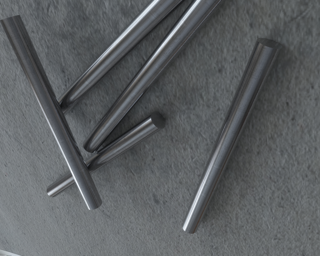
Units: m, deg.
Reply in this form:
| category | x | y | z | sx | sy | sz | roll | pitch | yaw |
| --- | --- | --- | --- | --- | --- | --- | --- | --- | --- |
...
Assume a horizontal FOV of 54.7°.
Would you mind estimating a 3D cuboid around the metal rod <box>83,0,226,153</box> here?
| category | x | y | z | sx | sy | sz | roll | pitch | yaw |
| --- | --- | --- | --- | --- | --- | --- | --- | --- | --- |
| metal rod | -0.024 | -0.054 | 0.384 | 0.025 | 0.025 | 0.298 | 44 | 129 | -2 |

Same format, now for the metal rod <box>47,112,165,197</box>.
| category | x | y | z | sx | sy | sz | roll | pitch | yaw |
| --- | --- | --- | --- | --- | --- | --- | --- | --- | --- |
| metal rod | -0.102 | 0.054 | 0.491 | 0.299 | 0.025 | 0.025 | -33 | 100 | 38 |

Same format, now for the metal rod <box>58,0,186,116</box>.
| category | x | y | z | sx | sy | sz | roll | pitch | yaw |
| --- | --- | --- | --- | --- | --- | --- | --- | --- | --- |
| metal rod | -0.060 | -0.087 | 0.383 | 0.299 | 0.025 | 0.025 | -33 | 100 | 38 |

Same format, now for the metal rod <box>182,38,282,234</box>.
| category | x | y | z | sx | sy | sz | roll | pitch | yaw |
| --- | --- | --- | --- | --- | --- | --- | --- | --- | --- |
| metal rod | 0.076 | 0.035 | 0.387 | 0.025 | 0.025 | 0.298 | 24 | 127 | 13 |

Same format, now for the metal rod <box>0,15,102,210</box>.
| category | x | y | z | sx | sy | sz | roll | pitch | yaw |
| --- | --- | --- | --- | --- | --- | --- | --- | --- | --- |
| metal rod | -0.146 | -0.006 | 0.443 | 0.025 | 0.025 | 0.298 | -3 | 117 | 29 |
